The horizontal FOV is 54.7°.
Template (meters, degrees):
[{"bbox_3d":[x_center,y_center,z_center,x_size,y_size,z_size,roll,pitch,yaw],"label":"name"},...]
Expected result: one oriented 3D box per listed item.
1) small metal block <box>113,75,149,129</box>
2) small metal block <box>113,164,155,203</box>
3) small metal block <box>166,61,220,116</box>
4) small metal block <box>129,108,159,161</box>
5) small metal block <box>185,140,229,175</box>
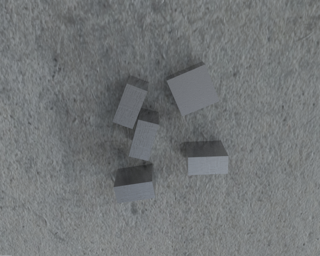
[{"bbox_3d":[-0.035,-0.033,0.384,0.025,0.050,0.050,21,109,-8],"label":"small metal block"},{"bbox_3d":[-0.033,0.075,0.424,0.050,0.050,0.025,-9,110,3],"label":"small metal block"},{"bbox_3d":[0.041,-0.050,0.392,0.050,0.025,0.050,-22,109,7],"label":"small metal block"},{"bbox_3d":[-0.020,0.007,0.399,0.025,0.050,0.050,14,109,-6],"label":"small metal block"},{"bbox_3d":[0.060,0.039,0.412,0.050,0.050,0.025,-2,110,0],"label":"small metal block"}]
